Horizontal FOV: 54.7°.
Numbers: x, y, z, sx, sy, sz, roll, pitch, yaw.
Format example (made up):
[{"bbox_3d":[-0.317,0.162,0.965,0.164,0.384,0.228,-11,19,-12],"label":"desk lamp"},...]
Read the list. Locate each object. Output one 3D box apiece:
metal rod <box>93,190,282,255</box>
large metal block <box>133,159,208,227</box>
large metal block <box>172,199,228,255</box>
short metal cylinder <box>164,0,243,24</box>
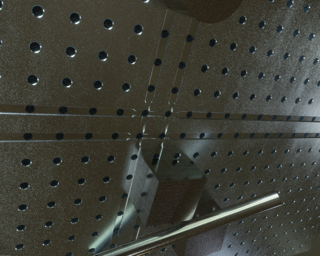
[{"bbox_3d":[0.039,0.160,0.481,0.301,0.025,0.025,-21,129,4],"label":"metal rod"},{"bbox_3d":[0.013,0.095,0.463,0.081,0.050,0.079,1,118,-30],"label":"large metal block"},{"bbox_3d":[0.068,0.182,0.547,0.081,0.050,0.079,-9,123,-24],"label":"large metal block"},{"bbox_3d":[0.046,-0.156,0.325,0.081,0.050,0.079,-14,125,-21],"label":"short metal cylinder"}]
